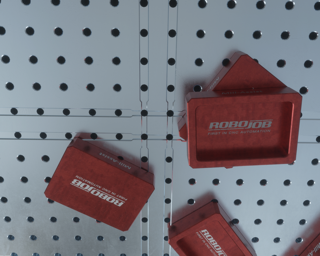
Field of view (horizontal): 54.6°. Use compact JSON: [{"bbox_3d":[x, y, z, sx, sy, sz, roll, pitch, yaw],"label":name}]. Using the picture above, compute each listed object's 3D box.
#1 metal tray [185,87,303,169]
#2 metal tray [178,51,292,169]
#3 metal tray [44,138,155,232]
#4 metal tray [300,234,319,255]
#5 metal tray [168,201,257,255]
[{"bbox_3d":[0.098,0.000,0.378,0.131,0.030,0.089,-3,110,1],"label":"metal tray"},{"bbox_3d":[0.096,-0.021,0.404,0.090,0.030,0.130,35,106,-12],"label":"metal tray"},{"bbox_3d":[-0.084,0.082,0.440,0.130,0.030,0.090,28,108,-10],"label":"metal tray"},{"bbox_3d":[0.276,0.217,0.492,0.090,0.030,0.129,29,107,-10],"label":"metal tray"},{"bbox_3d":[0.084,0.186,0.479,0.090,0.030,0.130,-34,107,11],"label":"metal tray"}]
